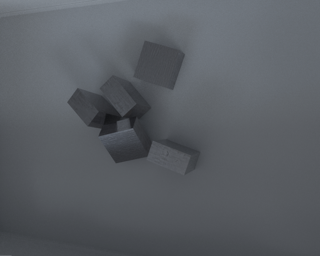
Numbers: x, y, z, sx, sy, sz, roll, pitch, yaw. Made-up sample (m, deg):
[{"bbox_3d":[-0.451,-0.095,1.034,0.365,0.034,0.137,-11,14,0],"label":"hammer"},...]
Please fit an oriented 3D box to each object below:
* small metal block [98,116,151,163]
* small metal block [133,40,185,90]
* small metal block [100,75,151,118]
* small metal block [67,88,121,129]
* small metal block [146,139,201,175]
[{"bbox_3d":[-0.045,0.017,0.413,0.050,0.025,0.050,-14,125,19],"label":"small metal block"},{"bbox_3d":[-0.001,-0.083,0.411,0.050,0.025,0.050,21,97,18],"label":"small metal block"},{"bbox_3d":[-0.045,-0.039,0.412,0.025,0.050,0.050,-43,76,13],"label":"small metal block"},{"bbox_3d":[-0.089,-0.025,0.425,0.050,0.050,0.025,45,104,24],"label":"small metal block"},{"bbox_3d":[0.018,0.035,0.391,0.050,0.050,0.025,20,97,19],"label":"small metal block"}]
